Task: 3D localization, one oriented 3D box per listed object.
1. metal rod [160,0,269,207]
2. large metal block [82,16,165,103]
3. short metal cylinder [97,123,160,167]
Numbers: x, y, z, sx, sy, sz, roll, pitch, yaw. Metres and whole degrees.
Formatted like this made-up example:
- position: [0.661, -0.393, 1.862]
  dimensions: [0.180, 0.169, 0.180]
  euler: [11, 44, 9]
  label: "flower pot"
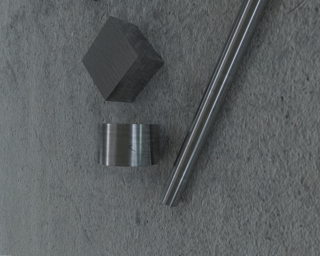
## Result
- position: [0.064, -0.041, 0.350]
  dimensions: [0.025, 0.025, 0.298]
  euler: [33, 110, 35]
  label: "metal rod"
- position: [-0.054, -0.092, 0.431]
  dimensions: [0.080, 0.050, 0.080]
  euler: [-48, 62, 29]
  label: "large metal block"
- position: [-0.041, 0.019, 0.401]
  dimensions: [0.080, 0.081, 0.050]
  euler: [2, 91, 39]
  label: "short metal cylinder"
